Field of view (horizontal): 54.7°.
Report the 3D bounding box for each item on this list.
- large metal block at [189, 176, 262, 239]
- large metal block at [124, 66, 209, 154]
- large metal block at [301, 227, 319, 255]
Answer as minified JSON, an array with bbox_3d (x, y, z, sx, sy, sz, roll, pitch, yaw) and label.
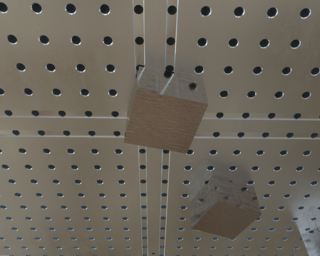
[{"bbox_3d":[0.104,0.132,0.510,0.081,0.050,0.079,19,128,-16],"label":"large metal block"},{"bbox_3d":[0.005,-0.020,0.378,0.081,0.050,0.079,11,129,-10],"label":"large metal block"},{"bbox_3d":[0.336,0.225,0.593,0.080,0.050,0.080,34,122,-26],"label":"large metal block"}]
